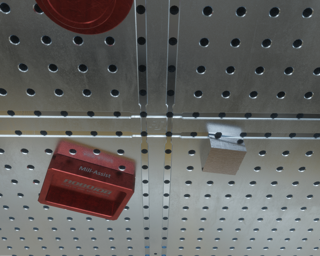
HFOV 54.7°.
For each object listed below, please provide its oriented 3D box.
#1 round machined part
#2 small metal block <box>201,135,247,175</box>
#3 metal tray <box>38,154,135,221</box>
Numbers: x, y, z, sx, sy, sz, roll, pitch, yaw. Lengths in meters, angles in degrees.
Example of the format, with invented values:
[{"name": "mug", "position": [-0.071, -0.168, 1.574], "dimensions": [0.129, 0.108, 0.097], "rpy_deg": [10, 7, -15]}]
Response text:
[{"name": "round machined part", "position": [-0.073, -0.132, 0.287], "dimensions": [0.099, 0.042, 0.097], "rpy_deg": [0, 130, 0]}, {"name": "small metal block", "position": [0.090, 0.040, 0.446], "dimensions": [0.050, 0.025, 0.050], "rpy_deg": [7, 130, -6]}, {"name": "metal tray", "position": [-0.115, 0.097, 0.489], "dimensions": [0.131, 0.030, 0.089], "rpy_deg": [19, 128, -16]}]
